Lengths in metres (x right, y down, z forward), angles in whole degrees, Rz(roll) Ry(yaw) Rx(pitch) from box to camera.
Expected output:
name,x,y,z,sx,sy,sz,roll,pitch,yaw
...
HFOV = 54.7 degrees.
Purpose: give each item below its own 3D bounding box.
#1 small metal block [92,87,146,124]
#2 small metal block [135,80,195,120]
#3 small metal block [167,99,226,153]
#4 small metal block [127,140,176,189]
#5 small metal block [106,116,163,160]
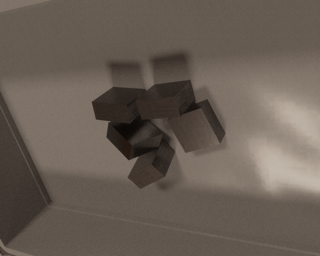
name,x,y,z,sx,sy,sz,roll,pitch,yaw
small metal block,-0.050,-0.031,0.398,0.050,0.050,0.025,7,121,24
small metal block,0.008,-0.034,0.367,0.050,0.050,0.025,-3,117,29
small metal block,0.045,-0.001,0.383,0.050,0.025,0.050,-19,109,35
small metal block,-0.011,0.050,0.426,0.025,0.050,0.050,45,129,-15
small metal block,-0.034,0.010,0.404,0.050,0.050,0.025,41,133,32
